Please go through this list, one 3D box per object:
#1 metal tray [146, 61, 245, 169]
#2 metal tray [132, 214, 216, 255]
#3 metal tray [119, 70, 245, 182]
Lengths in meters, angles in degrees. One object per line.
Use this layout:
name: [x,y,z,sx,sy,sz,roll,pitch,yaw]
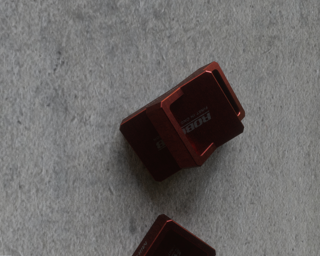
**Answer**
metal tray: [0.052,-0.020,0.402,0.131,0.030,0.090,-41,104,-38]
metal tray: [0.003,0.193,0.408,0.090,0.030,0.130,39,77,-16]
metal tray: [0.027,-0.003,0.393,0.130,0.030,0.090,-32,102,5]
